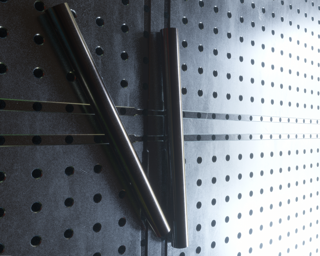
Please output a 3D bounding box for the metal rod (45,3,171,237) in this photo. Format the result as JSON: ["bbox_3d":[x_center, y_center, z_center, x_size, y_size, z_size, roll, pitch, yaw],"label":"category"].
[{"bbox_3d":[-0.052,0.006,0.366,0.025,0.025,0.299,-36,112,-34],"label":"metal rod"}]

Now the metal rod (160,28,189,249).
[{"bbox_3d":[0.020,0.015,0.428,0.025,0.025,0.298,-5,94,-40],"label":"metal rod"}]
